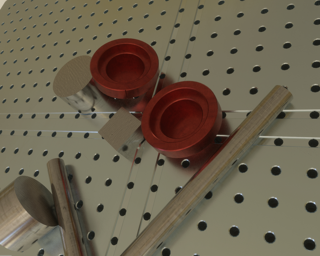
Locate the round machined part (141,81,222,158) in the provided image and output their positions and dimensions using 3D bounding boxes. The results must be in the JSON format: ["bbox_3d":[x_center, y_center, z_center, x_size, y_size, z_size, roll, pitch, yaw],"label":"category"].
[{"bbox_3d":[0.030,-0.007,0.386,0.098,0.042,0.098,-13,56,21],"label":"round machined part"}]

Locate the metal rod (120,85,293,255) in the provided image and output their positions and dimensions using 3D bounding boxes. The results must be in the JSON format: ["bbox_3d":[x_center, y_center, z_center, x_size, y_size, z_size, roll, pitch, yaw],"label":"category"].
[{"bbox_3d":[0.040,0.068,0.345,0.300,0.025,0.025,-47,51,-5],"label":"metal rod"}]

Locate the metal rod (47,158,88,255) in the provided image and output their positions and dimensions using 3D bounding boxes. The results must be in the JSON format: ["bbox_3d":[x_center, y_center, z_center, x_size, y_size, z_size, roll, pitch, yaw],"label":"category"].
[{"bbox_3d":[-0.097,0.155,0.363,0.025,0.025,0.300,-34,51,6],"label":"metal rod"}]

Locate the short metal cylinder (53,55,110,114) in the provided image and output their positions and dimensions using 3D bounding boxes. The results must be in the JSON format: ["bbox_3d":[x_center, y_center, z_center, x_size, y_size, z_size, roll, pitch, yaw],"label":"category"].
[{"bbox_3d":[-0.123,-0.070,0.500,0.080,0.050,0.080,-13,56,21],"label":"short metal cylinder"}]

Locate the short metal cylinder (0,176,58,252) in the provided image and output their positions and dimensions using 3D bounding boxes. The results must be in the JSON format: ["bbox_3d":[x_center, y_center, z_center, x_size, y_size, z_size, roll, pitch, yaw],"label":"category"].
[{"bbox_3d":[-0.175,0.109,0.398,0.050,0.080,0.080,-39,51,2],"label":"short metal cylinder"}]

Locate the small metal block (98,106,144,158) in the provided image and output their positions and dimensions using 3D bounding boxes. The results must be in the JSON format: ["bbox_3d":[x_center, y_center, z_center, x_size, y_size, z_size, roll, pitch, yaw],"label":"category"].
[{"bbox_3d":[-0.050,0.005,0.431,0.050,0.025,0.050,-48,51,-5],"label":"small metal block"}]

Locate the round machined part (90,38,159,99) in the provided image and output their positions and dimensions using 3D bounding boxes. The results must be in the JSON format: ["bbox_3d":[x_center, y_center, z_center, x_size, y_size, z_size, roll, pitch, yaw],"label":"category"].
[{"bbox_3d":[-0.050,-0.083,0.460,0.099,0.042,0.098,0,61,1],"label":"round machined part"}]
